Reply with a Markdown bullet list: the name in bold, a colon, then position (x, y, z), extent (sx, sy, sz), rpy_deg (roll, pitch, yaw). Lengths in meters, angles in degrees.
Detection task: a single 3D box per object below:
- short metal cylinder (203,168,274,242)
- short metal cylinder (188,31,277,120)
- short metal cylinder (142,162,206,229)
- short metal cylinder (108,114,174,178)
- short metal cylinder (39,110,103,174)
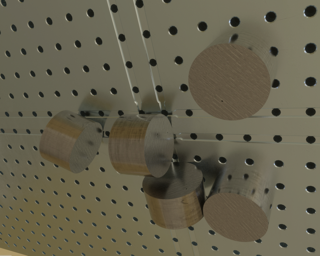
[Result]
- **short metal cylinder**: position (0.102, 0.100, 0.402), extent (0.080, 0.050, 0.079), rpy_deg (13, 124, 20)
- **short metal cylinder**: position (0.076, -0.055, 0.321), extent (0.080, 0.050, 0.079), rpy_deg (13, 124, 20)
- **short metal cylinder**: position (0.021, 0.089, 0.418), extent (0.080, 0.080, 0.050), rpy_deg (2, 119, 27)
- **short metal cylinder**: position (-0.022, 0.022, 0.399), extent (0.050, 0.080, 0.079), rpy_deg (1, 119, 27)
- **short metal cylinder**: position (-0.128, 0.020, 0.453), extent (0.050, 0.080, 0.079), rpy_deg (22, 127, 14)
